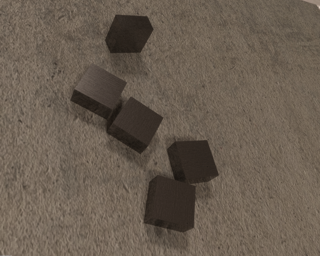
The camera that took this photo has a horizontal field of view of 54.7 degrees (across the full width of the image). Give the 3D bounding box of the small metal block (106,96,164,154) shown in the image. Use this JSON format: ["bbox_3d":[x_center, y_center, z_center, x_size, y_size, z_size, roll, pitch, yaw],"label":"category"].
[{"bbox_3d":[-0.031,-0.004,0.391,0.050,0.025,0.050,33,51,-7],"label":"small metal block"}]

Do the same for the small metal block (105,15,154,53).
[{"bbox_3d":[-0.045,-0.135,0.447,0.050,0.050,0.025,-10,67,-33],"label":"small metal block"}]

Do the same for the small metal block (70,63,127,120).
[{"bbox_3d":[-0.077,-0.047,0.392,0.050,0.025,0.050,29,52,-10],"label":"small metal block"}]

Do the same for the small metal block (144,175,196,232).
[{"bbox_3d":[0.012,0.088,0.358,0.050,0.025,0.050,19,54,-17],"label":"small metal block"}]

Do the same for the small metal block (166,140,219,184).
[{"bbox_3d":[0.042,0.044,0.401,0.050,0.025,0.050,-1,62,-29],"label":"small metal block"}]
